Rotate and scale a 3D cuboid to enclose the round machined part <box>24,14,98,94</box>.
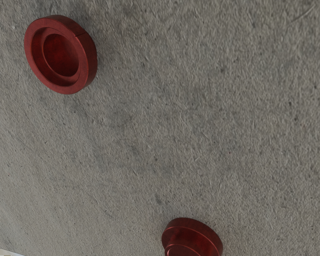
[{"bbox_3d":[-0.122,-0.096,0.401,0.098,0.042,0.097,13,124,21],"label":"round machined part"}]

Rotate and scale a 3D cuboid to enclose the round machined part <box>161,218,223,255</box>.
[{"bbox_3d":[0.046,0.194,0.491,0.098,0.042,0.097,13,124,21],"label":"round machined part"}]
